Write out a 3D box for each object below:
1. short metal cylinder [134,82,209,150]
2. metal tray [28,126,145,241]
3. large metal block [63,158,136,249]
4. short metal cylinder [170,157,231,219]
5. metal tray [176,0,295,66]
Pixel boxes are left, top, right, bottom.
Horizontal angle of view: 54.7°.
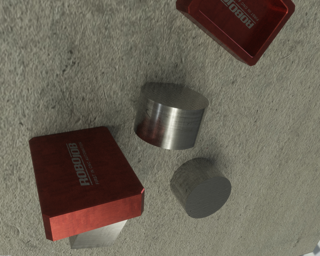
[{"bbox_3d":[0.012,-0.016,0.368,0.081,0.080,0.050,-2,119,-28],"label":"short metal cylinder"},{"bbox_3d":[-0.081,0.048,0.324,0.091,0.130,0.030,-10,123,-23],"label":"metal tray"},{"bbox_3d":[-0.077,0.086,0.376,0.050,0.080,0.079,11,121,-33],"label":"large metal block"},{"bbox_3d":[0.063,0.093,0.483,0.081,0.050,0.079,-14,124,-21],"label":"short metal cylinder"},{"bbox_3d":[0.093,-0.143,0.365,0.131,0.030,0.090,26,104,-37],"label":"metal tray"}]
